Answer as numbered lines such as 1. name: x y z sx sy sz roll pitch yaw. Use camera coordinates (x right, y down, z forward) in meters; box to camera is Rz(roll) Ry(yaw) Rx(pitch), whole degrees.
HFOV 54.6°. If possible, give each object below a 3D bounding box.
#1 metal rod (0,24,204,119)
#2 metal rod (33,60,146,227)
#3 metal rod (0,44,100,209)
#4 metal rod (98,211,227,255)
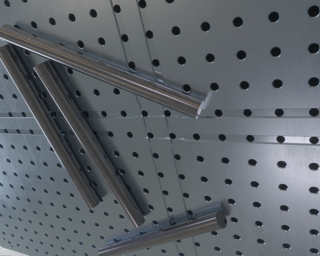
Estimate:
1. metal rod: -0.086 -0.079 0.408 0.301 0.025 0.025 23 127 14
2. metal rod: -0.103 0.035 0.487 0.025 0.025 0.299 -16 110 35
3. metal rod: -0.177 0.008 0.510 0.025 0.025 0.299 -11 113 33
4. metal rod: -0.013 0.192 0.537 0.299 0.025 0.025 -31 101 38
